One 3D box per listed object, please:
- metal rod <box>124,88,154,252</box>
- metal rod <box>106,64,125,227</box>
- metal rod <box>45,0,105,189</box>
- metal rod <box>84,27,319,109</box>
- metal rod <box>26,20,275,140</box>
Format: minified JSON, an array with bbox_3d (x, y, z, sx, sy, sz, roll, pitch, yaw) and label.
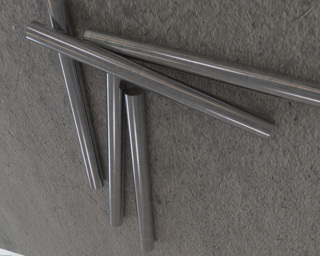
[{"bbox_3d":[-0.028,0.082,0.471,0.025,0.025,0.298,11,123,22],"label":"metal rod"},{"bbox_3d":[-0.066,0.042,0.467,0.025,0.025,0.298,17,126,18],"label":"metal rod"},{"bbox_3d":[-0.116,-0.034,0.447,0.025,0.025,0.298,9,123,23],"label":"metal rod"},{"bbox_3d":[0.050,-0.067,0.338,0.301,0.025,0.025,18,126,17],"label":"metal rod"},{"bbox_3d":[-0.015,-0.058,0.358,0.301,0.025,0.025,23,127,5],"label":"metal rod"}]
